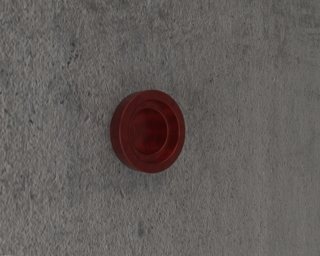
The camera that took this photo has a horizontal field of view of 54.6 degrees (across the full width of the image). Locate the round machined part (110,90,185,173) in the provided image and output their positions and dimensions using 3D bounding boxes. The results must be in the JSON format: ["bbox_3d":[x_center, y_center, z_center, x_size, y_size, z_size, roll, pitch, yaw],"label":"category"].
[{"bbox_3d":[-0.019,0.004,0.377,0.099,0.042,0.097,0,90,-40],"label":"round machined part"}]
